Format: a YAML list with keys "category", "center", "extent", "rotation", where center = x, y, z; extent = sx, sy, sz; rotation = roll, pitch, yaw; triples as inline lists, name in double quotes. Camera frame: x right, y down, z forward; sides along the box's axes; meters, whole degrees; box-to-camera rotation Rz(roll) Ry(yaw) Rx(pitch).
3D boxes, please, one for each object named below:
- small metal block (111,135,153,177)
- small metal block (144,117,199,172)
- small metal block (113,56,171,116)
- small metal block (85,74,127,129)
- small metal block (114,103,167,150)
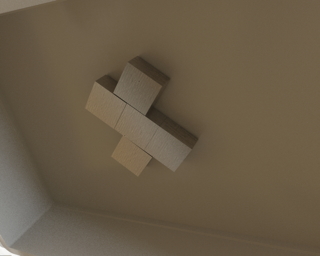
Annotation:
- category: "small metal block"
  center: [-0.036, 0.035, 0.447]
  extent: [0.050, 0.025, 0.050]
  rotation: [37, 130, 3]
- category: "small metal block"
  center: [0.014, 0.023, 0.412]
  extent: [0.050, 0.025, 0.050]
  rotation: [36, 129, 4]
- category: "small metal block"
  center: [-0.023, -0.052, 0.386]
  extent: [0.050, 0.025, 0.050]
  rotation: [36, 128, 4]
- category: "small metal block"
  center: [-0.068, -0.035, 0.420]
  extent: [0.050, 0.025, 0.050]
  rotation: [36, 129, 4]
- category: "small metal block"
  center: [-0.027, -0.006, 0.415]
  extent: [0.050, 0.025, 0.050]
  rotation: [36, 129, 4]
